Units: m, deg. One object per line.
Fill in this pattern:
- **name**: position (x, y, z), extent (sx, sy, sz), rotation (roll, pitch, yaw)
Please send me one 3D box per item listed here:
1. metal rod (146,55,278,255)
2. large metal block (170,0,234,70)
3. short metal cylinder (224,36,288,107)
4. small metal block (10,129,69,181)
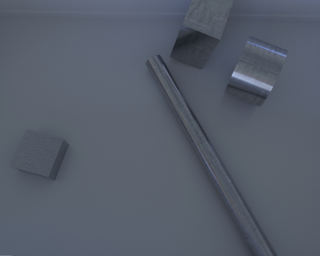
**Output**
- **metal rod**: position (0.058, 0.029, 0.399), extent (0.025, 0.025, 0.299), rotation (-25, 72, -9)
- **large metal block**: position (0.057, -0.141, 0.429), extent (0.050, 0.080, 0.080), rotation (21, 71, -3)
- **short metal cylinder**: position (0.125, -0.074, 0.409), extent (0.050, 0.080, 0.080), rotation (24, 72, 8)
- **small metal block**: position (-0.152, 0.034, 0.395), extent (0.050, 0.025, 0.050), rotation (15, 71, 5)
